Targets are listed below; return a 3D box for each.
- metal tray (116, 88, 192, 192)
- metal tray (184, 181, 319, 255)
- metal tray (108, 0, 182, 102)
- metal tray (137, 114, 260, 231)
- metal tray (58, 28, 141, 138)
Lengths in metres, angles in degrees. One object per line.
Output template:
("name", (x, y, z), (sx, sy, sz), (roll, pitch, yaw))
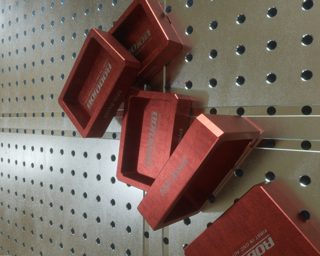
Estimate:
("metal tray", (-0.011, 0.016, 0.413), (0.090, 0.030, 0.129), (12, 98, 39))
("metal tray", (0.095, 0.131, 0.327), (0.129, 0.030, 0.090), (-52, 60, 27))
("metal tray", (-0.039, -0.107, 0.436), (0.130, 0.030, 0.090), (-39, 67, 33))
("metal tray", (0.042, 0.046, 0.331), (0.030, 0.091, 0.129), (45, 117, 30))
("metal tray", (-0.090, -0.061, 0.437), (0.090, 0.030, 0.129), (48, 118, 29))
